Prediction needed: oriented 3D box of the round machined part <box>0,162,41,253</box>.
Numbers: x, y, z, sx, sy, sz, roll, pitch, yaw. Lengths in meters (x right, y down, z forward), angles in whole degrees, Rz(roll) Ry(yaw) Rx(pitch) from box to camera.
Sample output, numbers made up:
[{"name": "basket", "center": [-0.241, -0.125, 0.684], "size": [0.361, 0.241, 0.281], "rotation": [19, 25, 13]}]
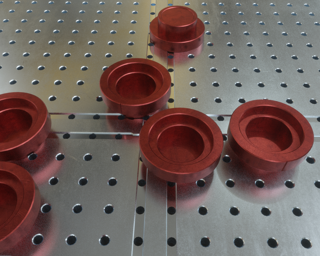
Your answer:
[{"name": "round machined part", "center": [-0.175, 0.087, 0.323], "size": [0.099, 0.042, 0.098], "rotation": [0, 50, 0]}]

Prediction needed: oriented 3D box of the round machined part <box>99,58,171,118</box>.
[{"name": "round machined part", "center": [-0.034, -0.052, 0.441], "size": [0.099, 0.042, 0.098], "rotation": [0, 50, 0]}]

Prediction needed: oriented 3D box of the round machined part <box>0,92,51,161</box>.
[{"name": "round machined part", "center": [-0.188, 0.003, 0.394], "size": [0.099, 0.042, 0.098], "rotation": [0, 50, 0]}]

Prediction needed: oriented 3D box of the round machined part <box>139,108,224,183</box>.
[{"name": "round machined part", "center": [0.025, 0.024, 0.376], "size": [0.099, 0.042, 0.098], "rotation": [0, 50, 0]}]

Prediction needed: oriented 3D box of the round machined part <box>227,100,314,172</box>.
[{"name": "round machined part", "center": [0.133, 0.013, 0.386], "size": [0.099, 0.042, 0.098], "rotation": [0, 50, 0]}]

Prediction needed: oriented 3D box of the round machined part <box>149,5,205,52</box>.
[{"name": "round machined part", "center": [0.030, -0.181, 0.549], "size": [0.099, 0.042, 0.098], "rotation": [0, 50, 0]}]
